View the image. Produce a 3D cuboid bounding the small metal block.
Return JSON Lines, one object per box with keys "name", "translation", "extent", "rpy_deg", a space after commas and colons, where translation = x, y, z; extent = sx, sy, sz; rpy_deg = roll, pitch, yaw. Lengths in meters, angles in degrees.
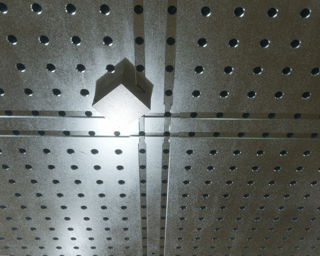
{"name": "small metal block", "translation": [-0.047, -0.032, 0.384], "extent": [0.050, 0.025, 0.050], "rpy_deg": [-33, 123, 24]}
